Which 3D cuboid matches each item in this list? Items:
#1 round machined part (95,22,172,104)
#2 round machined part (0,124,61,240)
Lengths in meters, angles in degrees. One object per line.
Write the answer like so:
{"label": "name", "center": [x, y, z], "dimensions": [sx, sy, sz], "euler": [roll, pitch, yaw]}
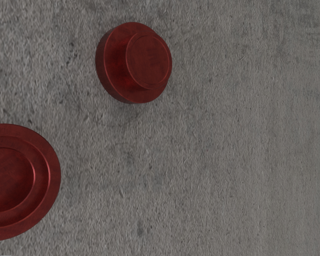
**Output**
{"label": "round machined part", "center": [-0.024, -0.079, 0.373], "dimensions": [0.099, 0.042, 0.097], "euler": [0, 90, -40]}
{"label": "round machined part", "center": [-0.143, 0.045, 0.274], "dimensions": [0.099, 0.042, 0.097], "euler": [0, 90, -40]}
